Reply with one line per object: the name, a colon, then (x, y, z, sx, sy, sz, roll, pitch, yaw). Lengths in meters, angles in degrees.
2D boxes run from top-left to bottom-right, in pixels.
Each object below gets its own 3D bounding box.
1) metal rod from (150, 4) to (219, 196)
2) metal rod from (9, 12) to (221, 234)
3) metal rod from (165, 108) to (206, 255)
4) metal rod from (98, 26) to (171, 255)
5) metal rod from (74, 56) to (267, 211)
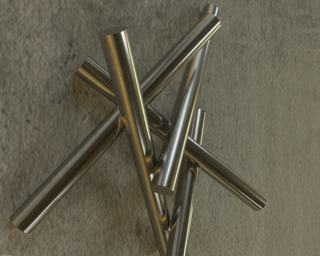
metal rod: (0.040, -0.058, 0.393, 0.025, 0.025, 0.300, 41, 51, -33)
metal rod: (-0.036, -0.017, 0.330, 0.300, 0.025, 0.025, -48, 120, -13)
metal rod: (0.028, 0.108, 0.385, 0.025, 0.025, 0.300, 34, 55, -35)
metal rod: (-0.014, 0.042, 0.339, 0.025, 0.025, 0.298, -36, 130, -34)
metal rod: (0.027, 0.018, 0.385, 0.301, 0.025, 0.025, 38, 66, -19)
